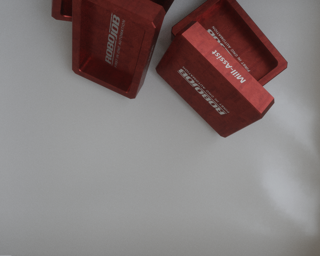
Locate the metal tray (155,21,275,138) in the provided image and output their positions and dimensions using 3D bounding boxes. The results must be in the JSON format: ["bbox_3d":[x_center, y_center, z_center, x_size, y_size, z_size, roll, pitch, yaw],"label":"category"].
[{"bbox_3d":[0.061,-0.053,0.377,0.130,0.090,0.030,45,65,0],"label":"metal tray"}]

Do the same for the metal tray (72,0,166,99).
[{"bbox_3d":[-0.054,-0.098,0.361,0.090,0.129,0.030,25,56,0],"label":"metal tray"}]

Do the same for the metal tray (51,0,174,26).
[{"bbox_3d":[-0.053,-0.155,0.355,0.131,0.090,0.030,1,73,-21],"label":"metal tray"}]

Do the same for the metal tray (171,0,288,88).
[{"bbox_3d":[0.087,-0.101,0.404,0.090,0.030,0.130,-38,86,-1],"label":"metal tray"}]
